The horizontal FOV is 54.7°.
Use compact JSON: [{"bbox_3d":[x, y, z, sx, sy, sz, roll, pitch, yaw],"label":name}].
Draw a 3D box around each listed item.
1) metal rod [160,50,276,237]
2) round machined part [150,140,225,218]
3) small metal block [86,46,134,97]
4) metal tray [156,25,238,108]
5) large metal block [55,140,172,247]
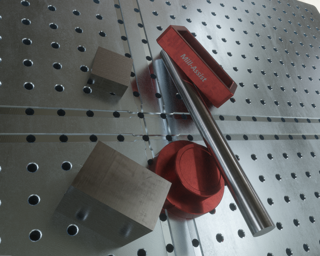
[{"bbox_3d":[0.059,-0.007,0.402,0.025,0.025,0.299,0,48,-29],"label":"metal rod"},{"bbox_3d":[0.040,0.058,0.385,0.099,0.042,0.098,14,56,-21],"label":"round machined part"},{"bbox_3d":[-0.067,-0.076,0.420,0.050,0.025,0.050,18,55,-18],"label":"small metal block"},{"bbox_3d":[0.060,-0.096,0.466,0.130,0.030,0.090,48,24,-1],"label":"metal tray"},{"bbox_3d":[-0.048,0.068,0.306,0.080,0.080,0.050,32,52,-8],"label":"large metal block"}]
